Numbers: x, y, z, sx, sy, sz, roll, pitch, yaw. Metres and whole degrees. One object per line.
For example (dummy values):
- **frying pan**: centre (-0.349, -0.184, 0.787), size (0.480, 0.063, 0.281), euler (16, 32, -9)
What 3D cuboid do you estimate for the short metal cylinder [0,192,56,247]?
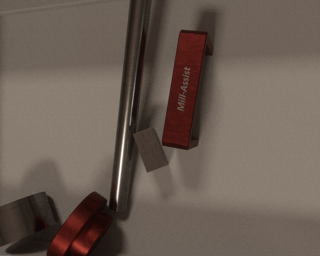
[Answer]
- **short metal cylinder**: centre (-0.199, 0.131, 0.450), size (0.080, 0.080, 0.050), euler (-25, 82, 18)

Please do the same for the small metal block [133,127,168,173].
- **small metal block**: centre (-0.011, 0.029, 0.398), size (0.025, 0.050, 0.050), euler (-21, 83, 2)

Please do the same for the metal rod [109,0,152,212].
- **metal rod**: centre (-0.038, -0.032, 0.391), size (0.025, 0.025, 0.298), euler (13, 106, 19)

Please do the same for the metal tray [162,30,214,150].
- **metal tray**: centre (0.037, -0.042, 0.376), size (0.030, 0.090, 0.129), euler (10, 92, 15)

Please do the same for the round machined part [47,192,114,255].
- **round machined part**: centre (-0.098, 0.136, 0.406), size (0.042, 0.098, 0.098), euler (33, 101, 6)
